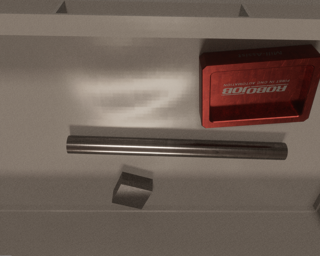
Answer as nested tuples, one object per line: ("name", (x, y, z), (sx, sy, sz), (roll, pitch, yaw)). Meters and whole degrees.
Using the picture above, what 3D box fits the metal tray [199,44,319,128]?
("metal tray", (0.113, -0.047, 0.367), (0.131, 0.030, 0.089), (-4, 130, 3))

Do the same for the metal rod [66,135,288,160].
("metal rod", (0.025, 0.028, 0.433), (0.302, 0.025, 0.025), (2, 130, -3))

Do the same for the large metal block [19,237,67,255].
("large metal block", (-0.237, 0.268, 0.620), (0.081, 0.050, 0.079), (13, 129, -12))

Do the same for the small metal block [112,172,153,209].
("small metal block", (-0.044, 0.100, 0.494), (0.050, 0.025, 0.050), (17, 128, -14))
